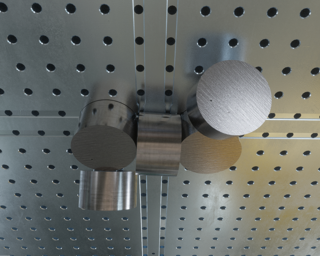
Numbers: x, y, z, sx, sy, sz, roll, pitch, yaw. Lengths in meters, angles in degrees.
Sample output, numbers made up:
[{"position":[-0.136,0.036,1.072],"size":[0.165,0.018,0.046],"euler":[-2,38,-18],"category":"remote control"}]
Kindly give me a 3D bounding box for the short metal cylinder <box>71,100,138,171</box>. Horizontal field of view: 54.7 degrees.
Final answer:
[{"position":[-0.070,0.011,0.402],"size":[0.081,0.050,0.079],"euler":[0,130,0],"category":"short metal cylinder"}]

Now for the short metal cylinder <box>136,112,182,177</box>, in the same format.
[{"position":[-0.003,0.021,0.393],"size":[0.050,0.080,0.079],"euler":[4,130,-4],"category":"short metal cylinder"}]

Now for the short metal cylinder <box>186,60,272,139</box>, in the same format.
[{"position":[0.074,-0.029,0.343],"size":[0.081,0.080,0.050],"euler":[7,171,-6],"category":"short metal cylinder"}]

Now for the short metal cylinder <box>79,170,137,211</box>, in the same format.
[{"position":[-0.073,0.085,0.440],"size":[0.081,0.050,0.080],"euler":[1,174,0],"category":"short metal cylinder"}]

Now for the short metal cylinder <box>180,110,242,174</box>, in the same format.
[{"position":[0.062,0.015,0.408],"size":[0.081,0.050,0.079],"euler":[0,130,0],"category":"short metal cylinder"}]
